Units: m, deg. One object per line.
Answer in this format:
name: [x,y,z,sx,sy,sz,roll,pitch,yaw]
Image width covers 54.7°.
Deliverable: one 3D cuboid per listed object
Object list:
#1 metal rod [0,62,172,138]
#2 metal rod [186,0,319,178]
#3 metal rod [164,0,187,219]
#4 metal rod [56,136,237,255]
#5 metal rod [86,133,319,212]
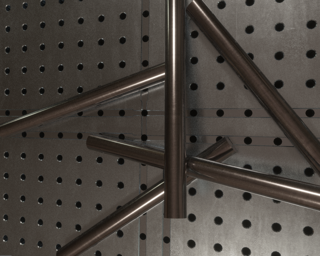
metal rod: [-0.115,-0.037,0.451,0.301,0.025,0.025,-17,85,18]
metal rod: [0.128,-0.037,0.367,0.025,0.025,0.299,-39,78,16]
metal rod: [0.018,-0.047,0.372,0.025,0.025,0.299,-4,76,19]
metal rod: [-0.029,0.106,0.421,0.300,0.025,0.025,-36,79,16]
metal rod: [0.032,0.045,0.374,0.300,0.025,0.025,11,94,29]
